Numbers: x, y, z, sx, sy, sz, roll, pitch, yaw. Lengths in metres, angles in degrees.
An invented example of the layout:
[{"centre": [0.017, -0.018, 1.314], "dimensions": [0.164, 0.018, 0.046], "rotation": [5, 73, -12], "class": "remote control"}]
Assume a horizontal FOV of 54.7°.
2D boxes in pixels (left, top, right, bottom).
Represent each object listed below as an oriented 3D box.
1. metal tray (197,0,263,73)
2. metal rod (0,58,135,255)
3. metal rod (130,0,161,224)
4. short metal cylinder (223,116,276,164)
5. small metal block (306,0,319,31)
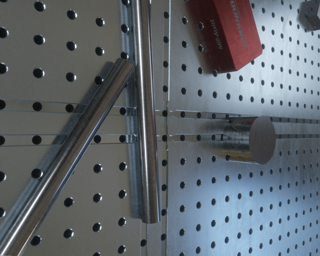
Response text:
[{"centre": [0.118, -0.167, 0.507], "dimensions": [0.091, 0.030, 0.129], "rotation": [-36, 112, -34], "class": "metal tray"}, {"centre": [-0.106, 0.048, 0.321], "dimensions": [0.025, 0.025, 0.300], "rotation": [42, 65, -33], "class": "metal rod"}, {"centre": [-0.019, -0.029, 0.395], "dimensions": [0.025, 0.025, 0.298], "rotation": [-5, 94, -40], "class": "metal rod"}, {"centre": [0.152, 0.019, 0.523], "dimensions": [0.081, 0.050, 0.079], "rotation": [0, 90, -40], "class": "short metal cylinder"}, {"centre": [0.368, -0.265, 0.722], "dimensions": [0.050, 0.025, 0.050], "rotation": [30, 71, -36], "class": "small metal block"}]
